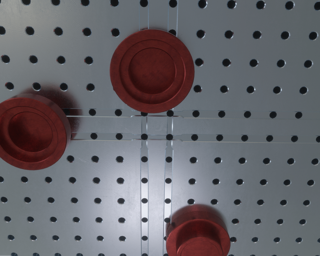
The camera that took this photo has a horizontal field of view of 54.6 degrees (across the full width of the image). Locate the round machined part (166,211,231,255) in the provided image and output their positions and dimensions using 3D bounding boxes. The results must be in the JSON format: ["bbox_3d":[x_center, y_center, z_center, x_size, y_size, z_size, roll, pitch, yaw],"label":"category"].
[{"bbox_3d":[0.058,0.180,0.471,0.099,0.042,0.097,0,110,0],"label":"round machined part"}]

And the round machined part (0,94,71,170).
[{"bbox_3d":[-0.165,0.002,0.404,0.099,0.042,0.097,0,110,0],"label":"round machined part"}]

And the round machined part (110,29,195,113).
[{"bbox_3d":[-0.009,-0.070,0.378,0.099,0.042,0.097,0,110,0],"label":"round machined part"}]
